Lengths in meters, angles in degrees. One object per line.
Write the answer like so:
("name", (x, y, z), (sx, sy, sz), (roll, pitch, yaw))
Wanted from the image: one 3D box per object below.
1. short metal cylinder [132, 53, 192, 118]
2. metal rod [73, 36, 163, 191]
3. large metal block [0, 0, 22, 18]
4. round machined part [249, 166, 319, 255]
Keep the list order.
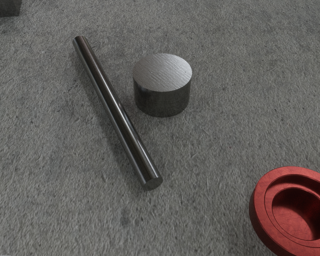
("short metal cylinder", (0.003, -0.061, 0.438), (0.081, 0.050, 0.080), (0, 50, 0))
("metal rod", (-0.071, -0.041, 0.436), (0.025, 0.025, 0.300), (-20, 53, -16))
("large metal block", (-0.304, -0.269, 0.589), (0.050, 0.080, 0.080), (-8, 51, -7))
("round machined part", (0.141, 0.091, 0.317), (0.099, 0.042, 0.098), (0, 50, 0))
